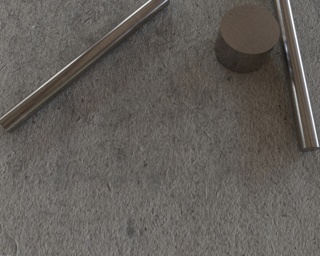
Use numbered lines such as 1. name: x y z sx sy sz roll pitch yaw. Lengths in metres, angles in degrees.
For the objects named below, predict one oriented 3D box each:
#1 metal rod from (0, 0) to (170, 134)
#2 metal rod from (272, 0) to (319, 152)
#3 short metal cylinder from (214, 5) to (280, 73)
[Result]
1. metal rod: -0.099 -0.102 0.444 0.025 0.025 0.301 43 75 14
2. metal rod: 0.190 -0.113 0.450 0.025 0.025 0.299 -1 70 -1
3. short metal cylinder: 0.122 -0.126 0.442 0.081 0.050 0.080 0 70 0
